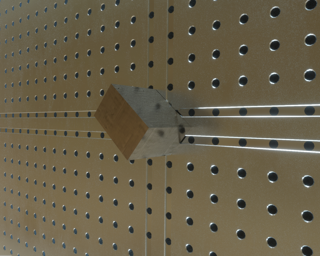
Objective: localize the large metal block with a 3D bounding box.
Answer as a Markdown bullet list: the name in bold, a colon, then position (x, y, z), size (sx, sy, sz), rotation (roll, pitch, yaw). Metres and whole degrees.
- **large metal block**: position (-0.022, -0.008, 0.392), size (0.080, 0.081, 0.050), rotation (49, 119, 28)
